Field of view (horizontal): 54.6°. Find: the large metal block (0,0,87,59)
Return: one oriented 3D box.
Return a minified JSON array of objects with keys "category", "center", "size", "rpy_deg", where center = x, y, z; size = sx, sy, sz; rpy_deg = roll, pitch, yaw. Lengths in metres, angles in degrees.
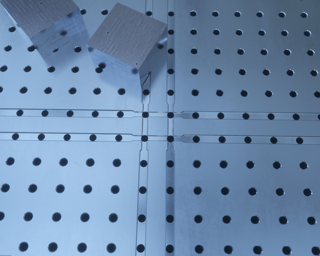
[{"category":"large metal block","center":[-0.170,-0.165,0.458],"size":[0.080,0.050,0.080],"rpy_deg":[-38,74,-13]}]

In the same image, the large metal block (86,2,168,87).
[{"category":"large metal block","center":[-0.044,-0.118,0.442],"size":[0.080,0.050,0.080],"rpy_deg":[27,72,9]}]
